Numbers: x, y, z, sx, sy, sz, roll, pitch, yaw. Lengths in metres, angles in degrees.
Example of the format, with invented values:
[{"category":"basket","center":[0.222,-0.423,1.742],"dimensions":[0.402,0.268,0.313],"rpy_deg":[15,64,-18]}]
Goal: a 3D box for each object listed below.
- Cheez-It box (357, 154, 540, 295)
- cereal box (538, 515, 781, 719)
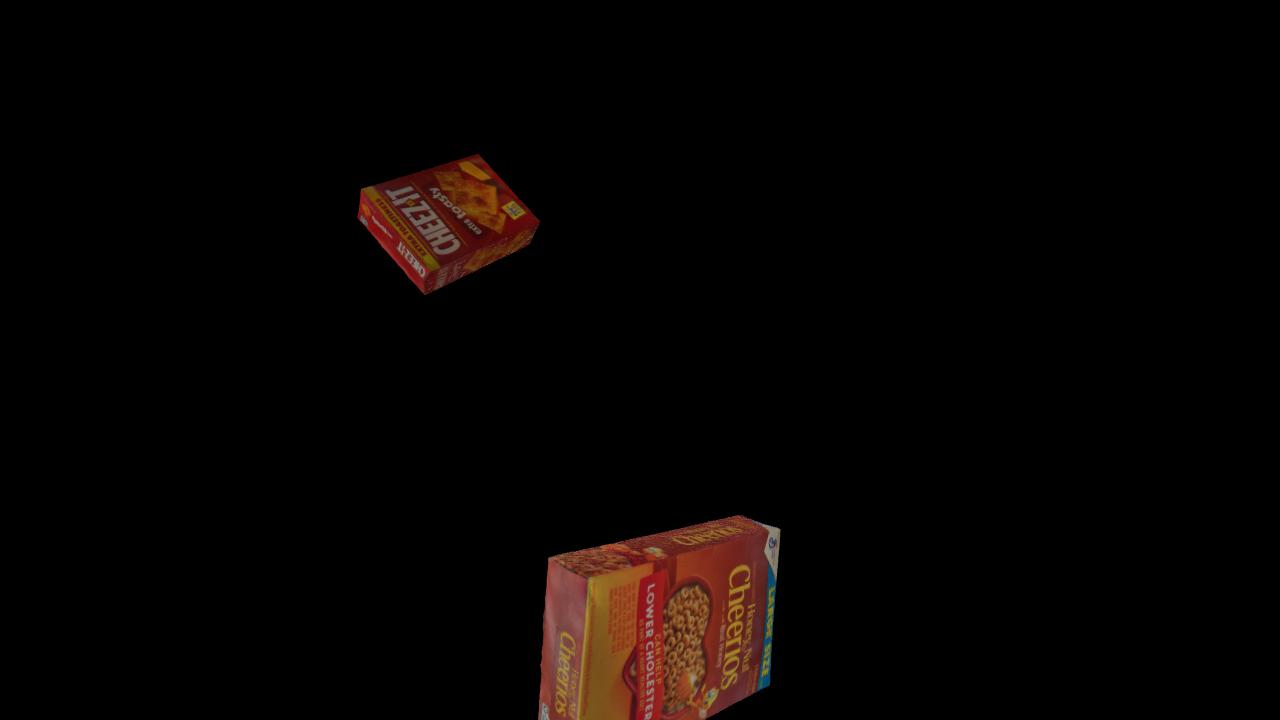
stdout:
[{"category":"Cheez-It box","center":[-0.295,-0.221,0.966],"dimensions":[0.223,0.166,0.071],"rpy_deg":[-37,-8,-40]},{"category":"cereal box","center":[0.036,0.299,0.686],"dimensions":[0.306,0.203,0.081],"rpy_deg":[3,2,-41]}]
